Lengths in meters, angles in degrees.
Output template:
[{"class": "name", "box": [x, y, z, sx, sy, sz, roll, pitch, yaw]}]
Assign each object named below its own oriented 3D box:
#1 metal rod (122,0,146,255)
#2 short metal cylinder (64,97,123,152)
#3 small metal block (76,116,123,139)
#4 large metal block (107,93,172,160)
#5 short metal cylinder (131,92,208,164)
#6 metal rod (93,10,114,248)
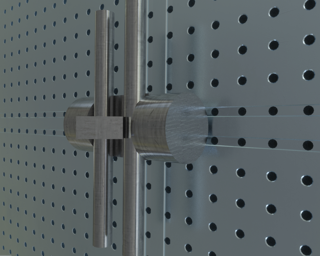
[{"class": "metal rod", "box": [-0.030, 0.000, 0.365, 0.025, 0.025, 0.298, 1, 91, 40]}, {"class": "short metal cylinder", "box": [-0.088, -0.005, 0.441, 0.050, 0.081, 0.079, 2, 91, 40]}, {"class": "small metal block", "box": [-0.068, -0.001, 0.363, 0.050, 0.050, 0.025, -171, 81, -84]}, {"class": "large metal block", "box": [-0.028, -0.002, 0.411, 0.080, 0.050, 0.079, 1, 91, 40]}, {"class": "short metal cylinder", "box": [0.013, 0.000, 0.358, 0.050, 0.081, 0.079, 1, 91, 41]}, {"class": "metal rod", "box": [-0.073, 0.001, 0.400, 0.025, 0.025, 0.298, 1, 91, 40]}]
